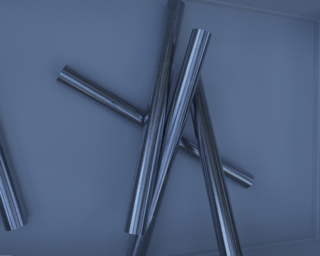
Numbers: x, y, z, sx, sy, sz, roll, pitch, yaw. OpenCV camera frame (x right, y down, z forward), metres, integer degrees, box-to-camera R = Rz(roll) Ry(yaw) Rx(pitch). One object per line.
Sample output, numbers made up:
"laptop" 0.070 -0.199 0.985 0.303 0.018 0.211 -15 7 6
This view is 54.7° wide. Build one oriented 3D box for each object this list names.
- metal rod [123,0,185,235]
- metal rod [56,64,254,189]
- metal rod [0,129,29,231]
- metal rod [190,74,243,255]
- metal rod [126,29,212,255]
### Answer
"metal rod" -0.004 -0.024 0.385 0.025 0.025 0.299 15 76 -20
"metal rod" 0.006 0.007 0.413 0.301 0.025 0.025 30 80 -18
"metal rod" -0.199 -0.033 0.336 0.025 0.025 0.298 -16 96 -20
"metal rod" 0.065 0.061 0.369 0.025 0.025 0.299 1 64 -20
"metal rod" 0.010 0.026 0.390 0.025 0.025 0.298 15 94 -20
